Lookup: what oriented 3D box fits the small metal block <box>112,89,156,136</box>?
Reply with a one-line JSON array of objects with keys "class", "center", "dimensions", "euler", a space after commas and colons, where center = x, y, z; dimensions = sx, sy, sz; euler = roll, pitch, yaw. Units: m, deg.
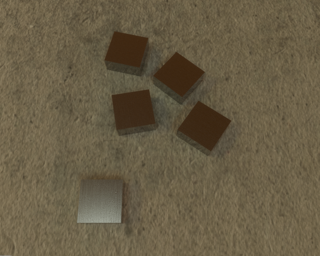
[{"class": "small metal block", "center": [-0.035, -0.020, 0.415], "dimensions": [0.050, 0.025, 0.050], "euler": [-9, 70, -4]}]

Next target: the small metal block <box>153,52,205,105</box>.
[{"class": "small metal block", "center": [0.026, -0.070, 0.434], "dimensions": [0.050, 0.025, 0.050], "euler": [38, 74, 12]}]

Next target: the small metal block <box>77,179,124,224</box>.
[{"class": "small metal block", "center": [-0.070, 0.089, 0.375], "dimensions": [0.050, 0.025, 0.050], "euler": [0, 70, -1]}]

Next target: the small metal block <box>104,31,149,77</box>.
[{"class": "small metal block", "center": [-0.047, -0.107, 0.447], "dimensions": [0.050, 0.025, 0.050], "euler": [12, 70, 4]}]

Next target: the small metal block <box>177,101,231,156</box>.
[{"class": "small metal block", "center": [0.057, 0.001, 0.409], "dimensions": [0.050, 0.025, 0.050], "euler": [33, 73, 11]}]
